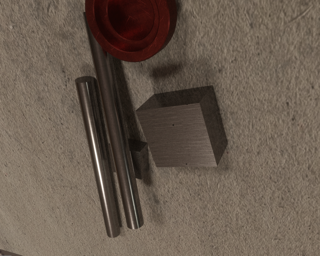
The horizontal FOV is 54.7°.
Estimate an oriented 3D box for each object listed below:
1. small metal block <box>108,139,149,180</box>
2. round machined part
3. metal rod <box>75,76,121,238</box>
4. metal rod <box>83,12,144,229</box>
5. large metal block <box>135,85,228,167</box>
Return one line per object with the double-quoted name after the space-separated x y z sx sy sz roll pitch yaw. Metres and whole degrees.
-0.045 0.043 0.456 0.050 0.025 0.050 12 124 21 "small metal block"
-0.027 -0.124 0.332 0.098 0.042 0.097 13 124 20 "round machined part"
-0.093 0.063 0.492 0.025 0.025 0.298 10 123 22 "metal rod"
-0.057 0.003 0.410 0.025 0.025 0.298 2 111 27 "metal rod"
0.028 0.000 0.375 0.080 0.050 0.080 -5 116 30 "large metal block"
